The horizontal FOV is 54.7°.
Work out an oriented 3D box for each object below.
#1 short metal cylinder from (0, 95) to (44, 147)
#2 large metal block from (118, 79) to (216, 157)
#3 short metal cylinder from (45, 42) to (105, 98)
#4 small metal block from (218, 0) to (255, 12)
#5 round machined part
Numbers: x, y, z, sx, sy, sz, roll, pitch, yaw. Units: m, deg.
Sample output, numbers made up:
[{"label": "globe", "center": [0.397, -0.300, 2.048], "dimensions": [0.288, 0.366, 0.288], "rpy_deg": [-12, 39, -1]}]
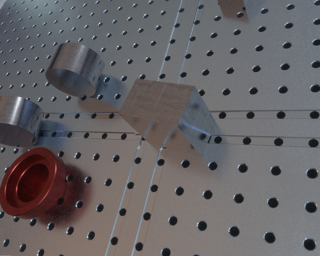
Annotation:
[{"label": "short metal cylinder", "center": [-0.236, -0.009, 0.503], "dimensions": [0.080, 0.080, 0.050], "rpy_deg": [-11, 57, 22]}, {"label": "large metal block", "center": [0.011, -0.012, 0.375], "dimensions": [0.080, 0.080, 0.050], "rpy_deg": [13, 68, 33]}, {"label": "short metal cylinder", "center": [-0.136, -0.092, 0.501], "dimensions": [0.080, 0.080, 0.050], "rpy_deg": [0, 62, 28]}, {"label": "small metal block", "center": [0.122, -0.210, 0.473], "dimensions": [0.050, 0.025, 0.050], "rpy_deg": [31, 79, 38]}, {"label": "round machined part", "center": [-0.173, 0.080, 0.439], "dimensions": [0.098, 0.042, 0.098], "rpy_deg": [-13, 56, 21]}]
